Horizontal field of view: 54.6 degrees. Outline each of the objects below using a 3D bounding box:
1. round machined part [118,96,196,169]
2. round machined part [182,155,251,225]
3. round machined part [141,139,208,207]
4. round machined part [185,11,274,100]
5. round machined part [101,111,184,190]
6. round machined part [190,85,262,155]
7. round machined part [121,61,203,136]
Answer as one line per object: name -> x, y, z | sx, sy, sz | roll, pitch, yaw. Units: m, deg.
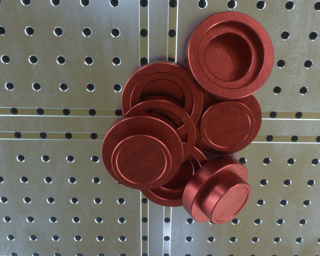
round machined part -> -0.004, 0.005, 0.406 | 0.099, 0.042, 0.097 | 0, 110, 0
round machined part -> 0.081, 0.088, 0.411 | 0.099, 0.042, 0.097 | -20, 130, -26
round machined part -> 0.017, 0.055, 0.425 | 0.099, 0.042, 0.097 | 0, 110, 0
round machined part -> 0.077, -0.081, 0.363 | 0.099, 0.042, 0.097 | 0, 89, -7
round machined part -> -0.021, 0.032, 0.371 | 0.099, 0.042, 0.097 | 0, 110, 0
round machined part -> 0.083, -0.008, 0.401 | 0.099, 0.042, 0.097 | 0, 110, 0
round machined part -> 0.003, -0.036, 0.391 | 0.099, 0.042, 0.097 | 0, 110, 0
